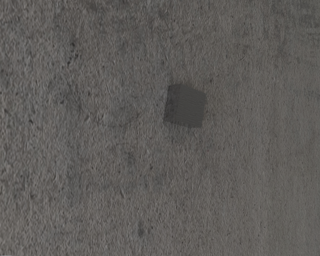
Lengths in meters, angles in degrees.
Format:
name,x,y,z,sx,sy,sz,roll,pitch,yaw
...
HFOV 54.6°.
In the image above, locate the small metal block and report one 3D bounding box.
name,x,y,z,sx,sy,sz,roll,pitch,yaw
small metal block,0.035,-0.029,0.433,0.050,0.025,0.050,15,80,-39
